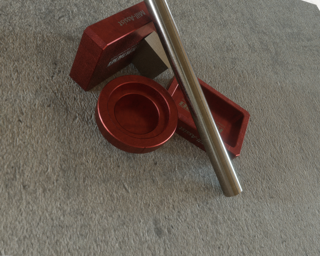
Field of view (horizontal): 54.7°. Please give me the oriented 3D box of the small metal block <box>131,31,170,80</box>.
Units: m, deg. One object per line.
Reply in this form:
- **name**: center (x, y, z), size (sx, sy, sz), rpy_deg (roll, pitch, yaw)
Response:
- **small metal block**: center (-0.012, -0.100, 0.439), size (0.050, 0.050, 0.025), rpy_deg (49, 52, -13)

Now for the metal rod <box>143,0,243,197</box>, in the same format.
- **metal rod**: center (0.039, -0.051, 0.390), size (0.025, 0.025, 0.299), rpy_deg (-30, 100, -38)

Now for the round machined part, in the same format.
- **round machined part**: center (-0.031, -0.013, 0.382), size (0.099, 0.042, 0.098), rpy_deg (9, 62, -18)

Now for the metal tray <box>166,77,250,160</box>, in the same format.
- **metal tray**: center (0.063, -0.019, 0.449), size (0.130, 0.030, 0.090), rpy_deg (33, 51, -7)

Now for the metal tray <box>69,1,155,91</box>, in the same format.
- **metal tray**: center (-0.052, -0.110, 0.403), size (0.030, 0.090, 0.131), rpy_deg (45, 51, 2)
